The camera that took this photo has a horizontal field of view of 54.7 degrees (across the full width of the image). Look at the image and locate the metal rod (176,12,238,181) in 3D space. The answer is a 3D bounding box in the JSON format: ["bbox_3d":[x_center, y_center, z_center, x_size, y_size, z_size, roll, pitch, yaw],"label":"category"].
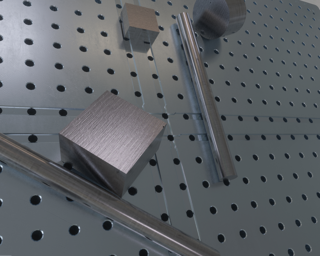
[{"bbox_3d":[0.066,-0.064,0.482,0.025,0.025,0.299,3,60,-27],"label":"metal rod"}]

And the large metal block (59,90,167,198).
[{"bbox_3d":[-0.051,0.015,0.342,0.080,0.050,0.080,29,50,11],"label":"large metal block"}]

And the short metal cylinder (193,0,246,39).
[{"bbox_3d":[0.106,-0.204,0.554,0.050,0.080,0.080,-26,76,-37],"label":"short metal cylinder"}]

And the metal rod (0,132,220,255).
[{"bbox_3d":[-0.067,0.074,0.326,0.301,0.025,0.025,31,52,-9],"label":"metal rod"}]

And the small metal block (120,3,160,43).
[{"bbox_3d":[-0.032,-0.167,0.493,0.050,0.025,0.050,3,61,-27],"label":"small metal block"}]
